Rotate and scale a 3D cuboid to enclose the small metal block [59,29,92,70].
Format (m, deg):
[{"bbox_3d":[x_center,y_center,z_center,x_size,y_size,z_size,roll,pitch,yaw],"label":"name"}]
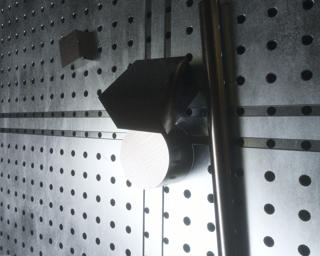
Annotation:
[{"bbox_3d":[-0.144,-0.131,0.525,0.050,0.025,0.050,-16,80,38],"label":"small metal block"}]

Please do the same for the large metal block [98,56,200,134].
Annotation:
[{"bbox_3d":[-0.012,-0.041,0.373,0.080,0.080,0.050,6,136,39],"label":"large metal block"}]

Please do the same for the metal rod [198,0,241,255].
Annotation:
[{"bbox_3d":[0.067,0.003,0.352,0.025,0.025,0.298,-7,86,39],"label":"metal rod"}]

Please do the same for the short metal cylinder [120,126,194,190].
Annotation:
[{"bbox_3d":[-0.005,0.035,0.395,0.080,0.050,0.079,0,90,39],"label":"short metal cylinder"}]
